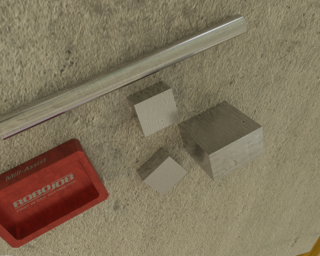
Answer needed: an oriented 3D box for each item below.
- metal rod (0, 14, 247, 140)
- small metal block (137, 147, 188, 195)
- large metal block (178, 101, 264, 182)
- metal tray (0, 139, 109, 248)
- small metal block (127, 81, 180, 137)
[{"bbox_3d":[-0.033,-0.064,0.350,0.302,0.025,0.025,-26,128,-13],"label":"metal rod"},{"bbox_3d":[0.004,0.063,0.450,0.050,0.025,0.050,-44,130,2],"label":"small metal block"},{"bbox_3d":[0.083,0.015,0.428,0.080,0.080,0.050,-26,128,-12],"label":"large metal block"},{"bbox_3d":[-0.140,0.080,0.377,0.131,0.030,0.090,-28,128,-11],"label":"metal tray"},{"bbox_3d":[-0.008,-0.024,0.389,0.050,0.025,0.050,-26,128,-12],"label":"small metal block"}]
